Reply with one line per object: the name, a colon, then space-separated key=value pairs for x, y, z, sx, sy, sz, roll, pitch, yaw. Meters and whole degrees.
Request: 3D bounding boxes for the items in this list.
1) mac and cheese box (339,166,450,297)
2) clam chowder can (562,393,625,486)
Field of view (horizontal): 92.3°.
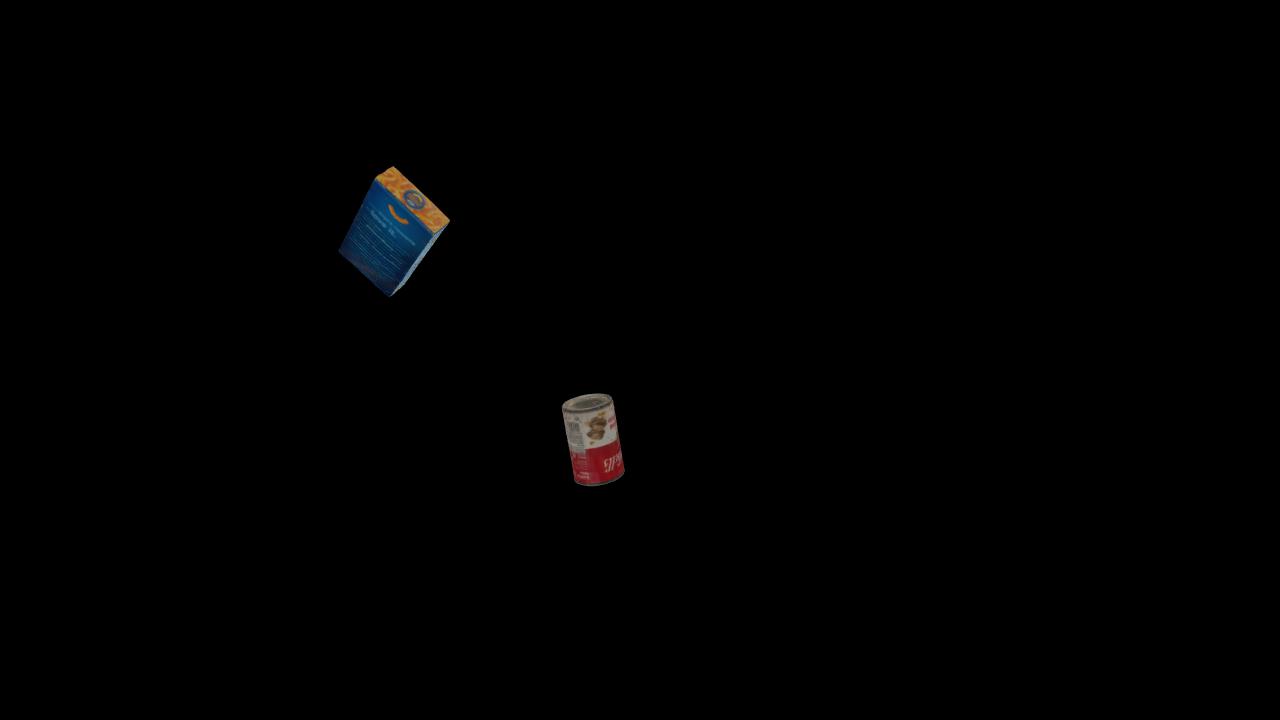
mac and cheese box: x=-0.323 y=-0.160 z=0.799 sx=0.184 sy=0.093 sz=0.041 roll=-29 pitch=21 yaw=47
clam chowder can: x=-0.060 y=0.101 z=0.791 sx=0.068 sy=0.102 sz=0.068 roll=-9 pitch=13 yaw=2
